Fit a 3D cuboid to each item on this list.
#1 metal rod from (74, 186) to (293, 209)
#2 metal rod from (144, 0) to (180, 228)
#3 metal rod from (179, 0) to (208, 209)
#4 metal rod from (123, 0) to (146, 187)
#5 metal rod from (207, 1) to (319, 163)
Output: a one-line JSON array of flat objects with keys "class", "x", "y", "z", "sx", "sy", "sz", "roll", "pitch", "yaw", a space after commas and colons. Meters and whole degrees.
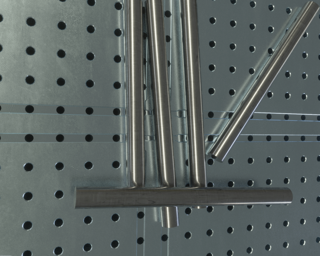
[{"class": "metal rod", "x": 0.045, "y": 0.089, "z": 0.402, "sx": 0.302, "sy": 0.025, "sz": 0.025, "roll": 4, "pitch": 89, "yaw": -21}, {"class": "metal rod", "x": 0.003, "y": -0.018, "z": 0.414, "sx": 0.025, "sy": 0.025, "sz": 0.298, "roll": -5, "pitch": 92, "yaw": -20}, {"class": "metal rod", "x": 0.047, "y": -0.039, "z": 0.431, "sx": 0.025, "sy": 0.025, "sz": 0.298, "roll": -4, "pitch": 91, "yaw": -20}, {"class": "metal rod", "x": -0.033, "y": -0.067, "z": 0.400, "sx": 0.025, "sy": 0.025, "sz": 0.298, "roll": -1, "pitch": 91, "yaw": -20}, {"class": "metal rod", "x": 0.163, "y": -0.077, "z": 0.474, "sx": 0.025, "sy": 0.025, "sz": 0.300, "roll": 39, "pitch": 77, "yaw": -16}]
